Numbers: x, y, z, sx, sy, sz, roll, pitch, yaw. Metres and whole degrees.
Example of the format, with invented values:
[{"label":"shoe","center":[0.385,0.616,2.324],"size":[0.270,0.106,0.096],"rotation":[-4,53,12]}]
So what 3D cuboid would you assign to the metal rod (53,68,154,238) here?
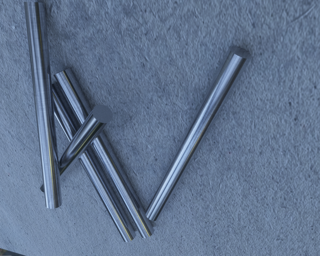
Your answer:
[{"label":"metal rod","center":[-0.079,0.050,0.479],"size":[0.025,0.025,0.299],"rotation":[-11,113,33]}]

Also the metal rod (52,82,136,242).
[{"label":"metal rod","center":[-0.110,0.067,0.505],"size":[0.025,0.025,0.299],"rotation":[-10,114,32]}]

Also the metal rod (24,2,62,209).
[{"label":"metal rod","center":[-0.164,-0.019,0.443],"size":[0.025,0.025,0.298],"rotation":[10,111,23]}]

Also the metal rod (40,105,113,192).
[{"label":"metal rod","center":[-0.142,0.048,0.479],"size":[0.025,0.025,0.299],"rotation":[45,139,-3]}]

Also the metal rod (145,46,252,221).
[{"label":"metal rod","center":[0.035,0.031,0.406],"size":[0.025,0.025,0.298],"rotation":[30,128,9]}]
